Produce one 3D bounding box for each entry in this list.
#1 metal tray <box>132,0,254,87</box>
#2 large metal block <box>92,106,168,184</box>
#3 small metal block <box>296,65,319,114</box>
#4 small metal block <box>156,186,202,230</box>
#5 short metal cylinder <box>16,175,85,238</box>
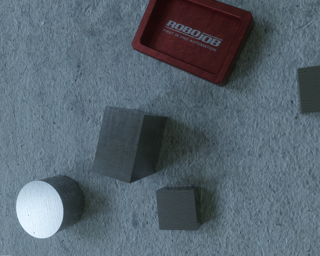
[{"bbox_3d":[0.039,-0.118,0.392,0.130,0.030,0.090,27,99,18],"label":"metal tray"},{"bbox_3d":[-0.035,0.018,0.392,0.050,0.080,0.079,14,95,19],"label":"large metal block"},{"bbox_3d":[0.182,-0.043,0.345,0.050,0.025,0.050,-5,88,19],"label":"small metal block"},{"bbox_3d":[0.025,0.103,0.400,0.050,0.025,0.050,-6,88,19],"label":"small metal block"},{"bbox_3d":[-0.159,0.112,0.452,0.080,0.050,0.079,0,90,20],"label":"short metal cylinder"}]
